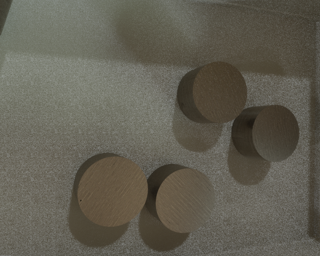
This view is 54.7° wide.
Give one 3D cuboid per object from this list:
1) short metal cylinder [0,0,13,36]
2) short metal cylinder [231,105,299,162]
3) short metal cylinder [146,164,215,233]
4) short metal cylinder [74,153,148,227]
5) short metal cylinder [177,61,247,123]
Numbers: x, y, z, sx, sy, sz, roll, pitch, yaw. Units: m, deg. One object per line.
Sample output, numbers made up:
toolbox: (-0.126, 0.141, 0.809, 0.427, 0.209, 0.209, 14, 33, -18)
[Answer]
short metal cylinder: (-0.194, -0.133, 0.309, 0.081, 0.080, 0.050, 17, 85, -19)
short metal cylinder: (0.153, 0.007, 0.454, 0.081, 0.050, 0.080, 0, 90, -20)
short metal cylinder: (0.024, 0.090, 0.406, 0.081, 0.050, 0.080, 0, 90, -20)
short metal cylinder: (-0.061, 0.072, 0.375, 0.081, 0.050, 0.080, 0, 90, -20)
short metal cylinder: (0.070, -0.046, 0.423, 0.081, 0.050, 0.080, 0, 90, -20)
